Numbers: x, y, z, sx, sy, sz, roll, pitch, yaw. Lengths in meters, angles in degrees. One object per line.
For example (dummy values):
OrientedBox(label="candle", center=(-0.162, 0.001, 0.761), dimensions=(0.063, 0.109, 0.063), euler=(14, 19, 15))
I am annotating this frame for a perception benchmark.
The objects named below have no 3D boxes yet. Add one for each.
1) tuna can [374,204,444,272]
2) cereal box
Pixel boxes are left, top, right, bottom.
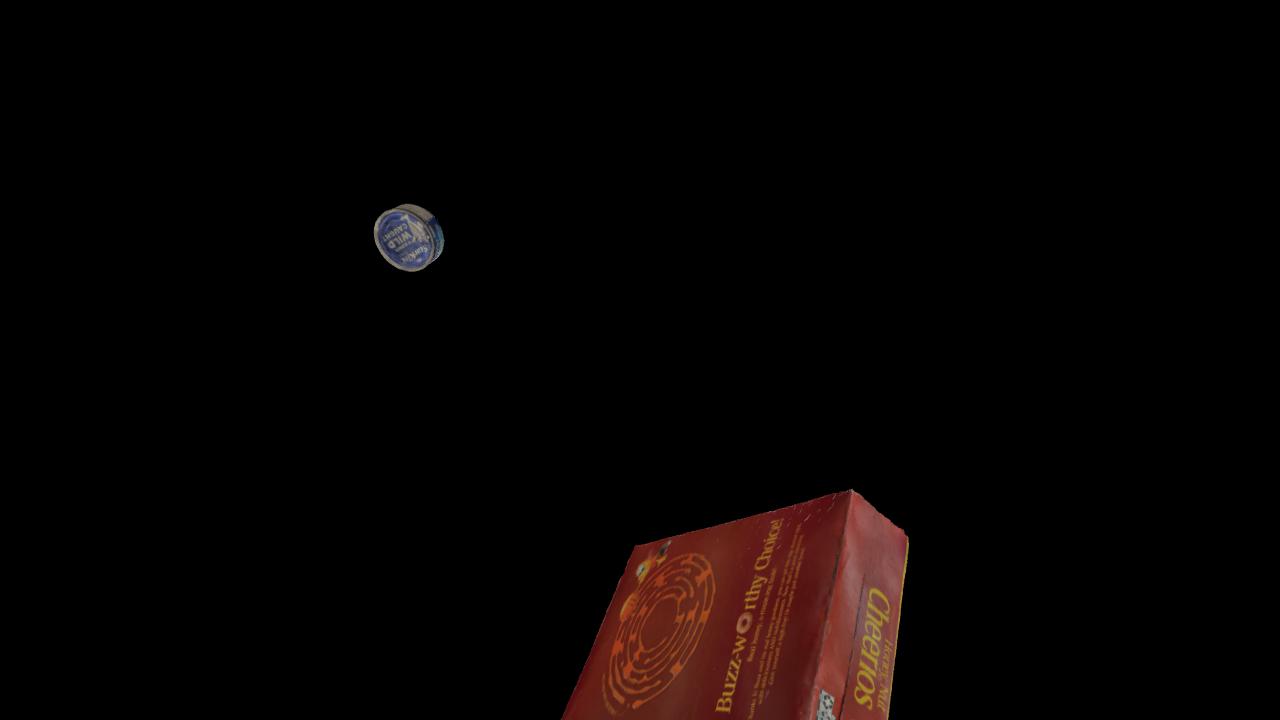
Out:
OrientedBox(label="tuna can", center=(-0.302, -0.161, 0.809), dimensions=(0.084, 0.084, 0.034), euler=(0, 28, 14))
OrientedBox(label="cereal box", center=(0.065, 0.240, 0.518), dimensions=(0.081, 0.203, 0.306), euler=(39, -40, -14))
